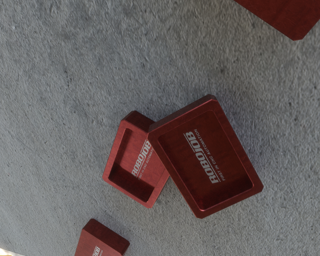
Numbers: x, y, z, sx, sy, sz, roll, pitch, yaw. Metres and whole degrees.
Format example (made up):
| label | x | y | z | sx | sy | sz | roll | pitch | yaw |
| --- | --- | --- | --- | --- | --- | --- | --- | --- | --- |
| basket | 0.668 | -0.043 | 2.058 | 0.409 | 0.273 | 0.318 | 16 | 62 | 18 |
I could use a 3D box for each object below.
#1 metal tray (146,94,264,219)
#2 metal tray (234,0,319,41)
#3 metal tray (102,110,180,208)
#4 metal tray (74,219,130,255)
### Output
| label | x | y | z | sx | sy | sz | roll | pitch | yaw |
| --- | --- | --- | --- | --- | --- | --- | --- | --- | --- |
| metal tray | 0.054 | 0.036 | 0.373 | 0.090 | 0.030 | 0.130 | -28 | 105 | 10 |
| metal tray | 0.095 | -0.148 | 0.262 | 0.130 | 0.030 | 0.089 | 36 | 129 | 4 |
| metal tray | -0.026 | 0.049 | 0.447 | 0.090 | 0.030 | 0.129 | 30 | 128 | 8 |
| metal tray | -0.120 | 0.248 | 0.620 | 0.090 | 0.030 | 0.129 | 30 | 128 | 9 |
